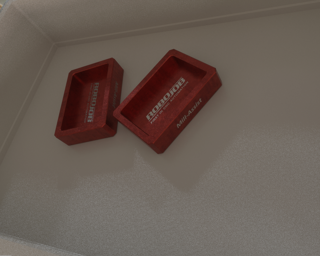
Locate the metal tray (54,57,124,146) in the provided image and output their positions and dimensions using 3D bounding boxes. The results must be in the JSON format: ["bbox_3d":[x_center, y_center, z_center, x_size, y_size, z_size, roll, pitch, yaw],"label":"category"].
[{"bbox_3d":[-0.108,-0.043,0.485,0.090,0.030,0.130,-12,57,21],"label":"metal tray"}]

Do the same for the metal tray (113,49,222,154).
[{"bbox_3d":[0.009,-0.040,0.422,0.130,0.030,0.090,-49,51,-6],"label":"metal tray"}]

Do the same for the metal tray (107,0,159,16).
[{"bbox_3d":[-0.034,-0.273,0.591,0.090,0.030,0.130,11,67,32],"label":"metal tray"}]
